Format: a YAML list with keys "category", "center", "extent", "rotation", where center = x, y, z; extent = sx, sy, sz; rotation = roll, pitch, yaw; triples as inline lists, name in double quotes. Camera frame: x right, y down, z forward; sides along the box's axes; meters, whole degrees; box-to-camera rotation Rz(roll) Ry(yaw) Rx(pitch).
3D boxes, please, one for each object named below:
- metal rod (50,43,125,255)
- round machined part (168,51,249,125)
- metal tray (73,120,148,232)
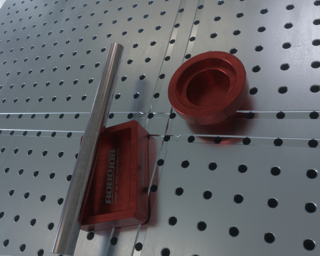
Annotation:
- category: "metal rod"
  center: [-0.087, 0.008, 0.409]
  extent: [0.025, 0.025, 0.299]
  rotation: [-6, 59, 25]
- category: "round machined part"
  center: [0.063, -0.046, 0.393]
  extent: [0.098, 0.042, 0.098]
  rotation: [-13, 56, 21]
- category: "metal tray"
  center: [-0.062, 0.060, 0.400]
  extent: [0.090, 0.030, 0.130]
  rotation: [-15, 56, 19]
